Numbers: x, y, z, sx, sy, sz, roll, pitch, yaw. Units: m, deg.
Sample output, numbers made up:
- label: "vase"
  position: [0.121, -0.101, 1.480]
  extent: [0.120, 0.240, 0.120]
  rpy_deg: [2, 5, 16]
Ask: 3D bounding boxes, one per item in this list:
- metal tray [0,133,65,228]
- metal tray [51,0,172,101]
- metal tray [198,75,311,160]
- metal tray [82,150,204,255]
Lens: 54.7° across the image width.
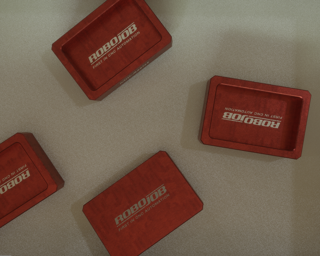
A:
- label: "metal tray"
  position: [-0.206, 0.076, 0.407]
  extent: [0.130, 0.030, 0.090]
  rpy_deg: [-33, 90, 0]
- label: "metal tray"
  position: [-0.061, -0.107, 0.402]
  extent: [0.130, 0.030, 0.090]
  rpy_deg: [-37, 91, 5]
- label: "metal tray"
  position: [0.123, -0.014, 0.409]
  extent: [0.131, 0.030, 0.089]
  rpy_deg: [9, 90, 0]
- label: "metal tray"
  position: [-0.021, 0.101, 0.400]
  extent: [0.130, 0.030, 0.090]
  rpy_deg: [-36, 79, 0]
